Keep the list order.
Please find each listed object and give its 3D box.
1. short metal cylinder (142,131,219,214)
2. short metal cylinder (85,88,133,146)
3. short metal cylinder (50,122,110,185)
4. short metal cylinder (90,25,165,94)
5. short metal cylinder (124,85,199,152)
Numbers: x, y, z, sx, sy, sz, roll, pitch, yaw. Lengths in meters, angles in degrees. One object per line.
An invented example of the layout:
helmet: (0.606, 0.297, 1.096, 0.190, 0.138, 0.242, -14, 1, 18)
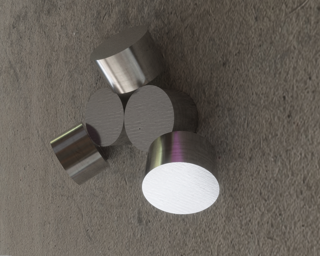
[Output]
short metal cylinder: (0.023, 0.050, 0.343, 0.080, 0.080, 0.050, -44, 22, 31)
short metal cylinder: (-0.061, -0.015, 0.440, 0.080, 0.050, 0.080, 0, 90, 40)
short metal cylinder: (-0.117, 0.037, 0.459, 0.050, 0.080, 0.080, -32, 64, -8)
short metal cylinder: (-0.041, -0.088, 0.397, 0.080, 0.080, 0.050, 2, 134, 40)
short metal cylinder: (0.001, -0.011, 0.389, 0.080, 0.050, 0.080, 0, 90, 40)
